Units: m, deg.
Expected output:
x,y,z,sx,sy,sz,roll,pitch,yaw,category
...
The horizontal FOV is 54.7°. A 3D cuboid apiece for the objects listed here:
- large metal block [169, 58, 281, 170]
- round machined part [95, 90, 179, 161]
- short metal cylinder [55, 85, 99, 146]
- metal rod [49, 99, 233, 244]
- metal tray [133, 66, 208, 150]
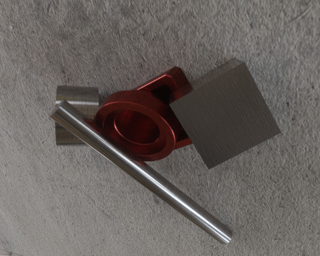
x,y,z,sx,sy,sz,roll,pitch,yaw,category
0.065,-0.017,0.325,0.080,0.050,0.080,-29,104,10,large metal block
-0.024,-0.007,0.373,0.098,0.042,0.097,11,137,11,round machined part
-0.109,-0.015,0.410,0.050,0.080,0.079,1,126,-14,short metal cylinder
-0.008,0.069,0.397,0.300,0.025,0.025,41,131,-23,metal rod
-0.009,-0.012,0.401,0.130,0.030,0.090,-22,107,36,metal tray
